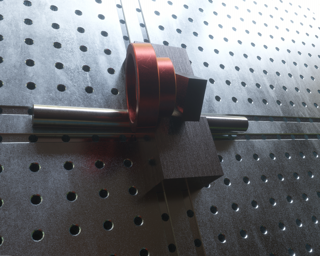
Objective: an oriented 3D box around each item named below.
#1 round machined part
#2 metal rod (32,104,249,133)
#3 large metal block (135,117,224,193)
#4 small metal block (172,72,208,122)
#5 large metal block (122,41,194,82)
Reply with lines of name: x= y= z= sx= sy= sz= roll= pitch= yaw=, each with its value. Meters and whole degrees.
round machined part: x=-0.011 y=-0.044 z=0.345 sx=0.042 sy=0.098 sz=0.098 roll=-3 pitch=63 yaw=-14
metal rod: x=-0.006 y=-0.009 z=0.410 sx=0.303 sy=0.025 sz=0.025 roll=2 pitch=61 yaw=-27
large metal block: x=0.022 y=0.031 z=0.385 sx=0.081 sy=0.050 sz=0.080 roll=1 pitch=61 yaw=-28
small metal block: x=0.028 y=-0.039 z=0.375 sx=0.025 sy=0.050 sz=0.050 roll=1 pitch=18 yaw=-28
large metal block: x=0.000 y=-0.069 z=0.434 sx=0.081 sy=0.050 sz=0.080 roll=1 pitch=62 yaw=-28
